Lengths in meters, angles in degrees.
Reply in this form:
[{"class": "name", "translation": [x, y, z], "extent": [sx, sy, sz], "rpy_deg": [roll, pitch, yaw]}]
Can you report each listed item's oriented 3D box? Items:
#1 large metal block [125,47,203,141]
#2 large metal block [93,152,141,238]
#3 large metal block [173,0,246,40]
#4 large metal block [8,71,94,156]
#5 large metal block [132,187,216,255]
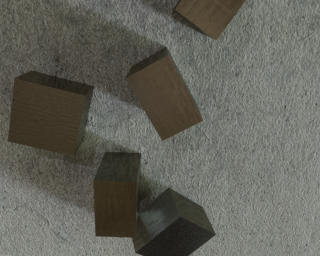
[{"class": "large metal block", "translation": [0.006, -0.043, 0.364], "extent": [0.050, 0.080, 0.080], "rpy_deg": [-27, 108, 9]}, {"class": "large metal block", "translation": [-0.054, 0.085, 0.411], "extent": [0.050, 0.080, 0.079], "rpy_deg": [2, 110, 0]}, {"class": "large metal block", "translation": [0.058, -0.144, 0.328], "extent": [0.050, 0.080, 0.080], "rpy_deg": [33, 107, -12]}, {"class": "large metal block", "translation": [-0.135, -0.019, 0.388], "extent": [0.080, 0.050, 0.079], "rpy_deg": [14, 110, -5]}, {"class": "large metal block", "translation": [0.016, 0.141, 0.434], "extent": [0.080, 0.050, 0.080], "rpy_deg": [-43, 127, 14]}]
